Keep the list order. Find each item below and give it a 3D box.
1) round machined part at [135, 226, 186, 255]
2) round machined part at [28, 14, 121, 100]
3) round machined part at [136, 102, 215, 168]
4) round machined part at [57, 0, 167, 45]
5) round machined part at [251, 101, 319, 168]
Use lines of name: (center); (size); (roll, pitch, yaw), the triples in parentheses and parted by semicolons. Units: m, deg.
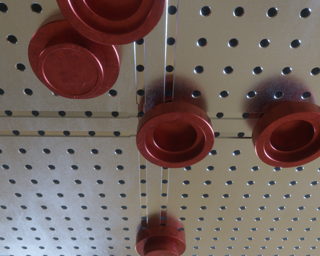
round machined part: (0.002, 0.235, 0.601); (0.099, 0.042, 0.097); (-1, 130, 0)
round machined part: (-0.094, -0.070, 0.339); (0.099, 0.042, 0.097); (-1, 130, 0)
round machined part: (0.019, 0.005, 0.405); (0.099, 0.042, 0.097); (0, 130, 0)
round machined part: (-0.043, -0.131, 0.287); (0.099, 0.042, 0.097); (-1, 129, -1)
round machined part: (0.170, 0.004, 0.407); (0.099, 0.042, 0.097); (-1, 130, 0)
